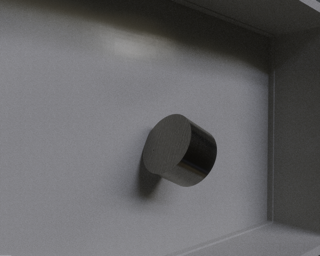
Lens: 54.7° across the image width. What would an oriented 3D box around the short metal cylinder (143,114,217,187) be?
[{"bbox_3d":[0.024,0.029,0.394,0.050,0.080,0.080,31,71,-36],"label":"short metal cylinder"}]
